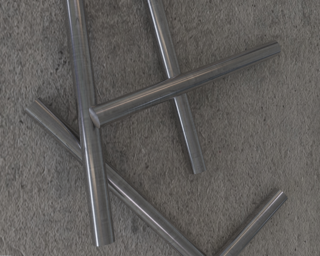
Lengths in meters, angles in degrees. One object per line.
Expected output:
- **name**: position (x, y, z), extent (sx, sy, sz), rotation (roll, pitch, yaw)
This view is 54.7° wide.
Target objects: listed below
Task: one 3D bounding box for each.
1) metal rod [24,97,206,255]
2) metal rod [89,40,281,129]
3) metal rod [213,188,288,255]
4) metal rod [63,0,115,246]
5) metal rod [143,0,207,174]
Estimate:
- **metal rod**: position (-0.046, 0.078, 0.392), extent (0.300, 0.025, 0.025), rotation (46, 76, -14)
- **metal rod**: position (0.052, -0.066, 0.403), extent (0.302, 0.025, 0.025), rotation (-24, 98, -27)
- **metal rod**: position (0.077, 0.198, 0.437), extent (0.301, 0.025, 0.025), rotation (-41, 103, -15)
- **metal rod**: position (-0.084, -0.020, 0.357), extent (0.025, 0.025, 0.298), rotation (-6, 85, -20)
- **metal rod**: position (0.014, -0.084, 0.413), extent (0.025, 0.025, 0.298), rotation (-17, 96, -19)
